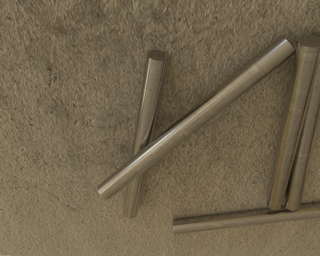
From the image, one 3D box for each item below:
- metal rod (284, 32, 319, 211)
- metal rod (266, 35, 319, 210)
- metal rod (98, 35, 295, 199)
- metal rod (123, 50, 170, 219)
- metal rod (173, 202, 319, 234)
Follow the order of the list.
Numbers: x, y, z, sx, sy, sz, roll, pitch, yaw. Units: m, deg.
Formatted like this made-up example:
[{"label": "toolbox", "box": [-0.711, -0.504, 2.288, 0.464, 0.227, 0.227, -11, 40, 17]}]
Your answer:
[{"label": "metal rod", "box": [0.197, 0.016, 0.422, 0.025, 0.025, 0.298, -7, 130, 6]}, {"label": "metal rod", "box": [0.171, 0.019, 0.412, 0.025, 0.025, 0.298, -6, 134, 5]}, {"label": "metal rod", "box": [0.030, 0.000, 0.384, 0.299, 0.025, 0.025, -40, 120, 20]}, {"label": "metal rod", "box": [-0.026, 0.033, 0.434, 0.025, 0.025, 0.298, 7, 130, -6]}, {"label": "metal rod", "box": [0.173, 0.156, 0.540, 0.301, 0.025, 0.025, -9, 130, 7]}]
